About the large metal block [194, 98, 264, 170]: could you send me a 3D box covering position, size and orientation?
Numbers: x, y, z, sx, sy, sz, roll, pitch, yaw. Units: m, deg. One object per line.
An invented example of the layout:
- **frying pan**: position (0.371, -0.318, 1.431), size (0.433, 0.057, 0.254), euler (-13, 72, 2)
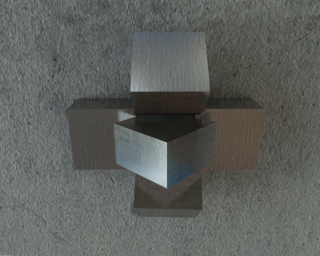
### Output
- **large metal block**: position (0.081, 0.006, 0.398), size (0.081, 0.050, 0.079), euler (0, 110, -1)

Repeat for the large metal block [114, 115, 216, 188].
- **large metal block**: position (0.006, 0.017, 0.353), size (0.080, 0.081, 0.050), euler (18, 117, 41)

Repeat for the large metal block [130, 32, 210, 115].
- **large metal block**: position (0.010, -0.062, 0.353), size (0.081, 0.080, 0.050), euler (0, 154, 0)

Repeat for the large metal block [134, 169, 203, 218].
- **large metal block**: position (0.010, 0.087, 0.407), size (0.081, 0.080, 0.050), euler (1, 67, 0)

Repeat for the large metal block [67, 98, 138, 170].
- **large metal block**: position (-0.068, 0.006, 0.399), size (0.081, 0.050, 0.079), euler (-1, 110, -1)
